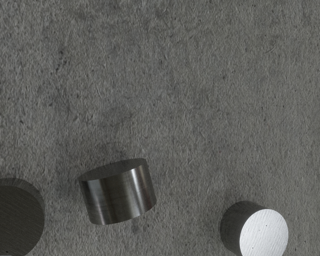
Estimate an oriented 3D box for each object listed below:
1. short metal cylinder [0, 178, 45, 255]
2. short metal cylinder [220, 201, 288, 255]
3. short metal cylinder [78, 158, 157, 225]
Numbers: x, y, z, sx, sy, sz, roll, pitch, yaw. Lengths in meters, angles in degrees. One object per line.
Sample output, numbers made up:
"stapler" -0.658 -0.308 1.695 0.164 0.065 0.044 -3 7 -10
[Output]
"short metal cylinder" -0.168 0.097 0.334 0.081 0.050 0.080 0 90 -20
"short metal cylinder" 0.134 0.150 0.445 0.081 0.050 0.080 0 90 -20
"short metal cylinder" -0.049 0.071 0.362 0.081 0.080 0.050 -16 96 -19
